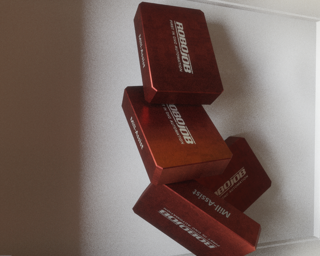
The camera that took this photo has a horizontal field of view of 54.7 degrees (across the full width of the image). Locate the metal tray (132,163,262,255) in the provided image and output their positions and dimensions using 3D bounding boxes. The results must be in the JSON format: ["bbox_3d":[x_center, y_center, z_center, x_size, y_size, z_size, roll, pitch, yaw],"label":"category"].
[{"bbox_3d":[0.040,0.108,0.370,0.130,0.089,0.030,34,47,1],"label":"metal tray"}]

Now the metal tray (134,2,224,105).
[{"bbox_3d":[0.021,-0.094,0.388,0.091,0.030,0.130,0,66,-20],"label":"metal tray"}]

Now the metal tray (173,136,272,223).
[{"bbox_3d":[0.087,0.084,0.440,0.131,0.030,0.090,-37,102,-16],"label":"metal tray"}]

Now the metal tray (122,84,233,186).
[{"bbox_3d":[0.015,0.001,0.367,0.091,0.030,0.130,-6,47,-23],"label":"metal tray"}]
